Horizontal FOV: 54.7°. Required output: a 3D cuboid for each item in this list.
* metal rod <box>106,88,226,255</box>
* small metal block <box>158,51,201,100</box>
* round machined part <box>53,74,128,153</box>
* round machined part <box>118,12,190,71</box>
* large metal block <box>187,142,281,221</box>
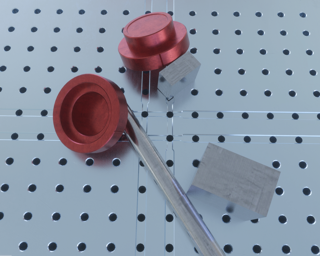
[{"bbox_3d":[0.006,0.064,0.388,0.025,0.025,0.299,-31,73,-11],"label":"metal rod"},{"bbox_3d":[0.025,-0.070,0.423,0.050,0.050,0.025,-38,80,-13],"label":"small metal block"},{"bbox_3d":[-0.083,-0.017,0.394,0.098,0.042,0.097,-2,85,23],"label":"round machined part"},{"bbox_3d":[-0.012,-0.124,0.425,0.098,0.042,0.098,-11,42,10],"label":"round machined part"},{"bbox_3d":[0.080,0.065,0.359,0.080,0.080,0.050,23,72,8],"label":"large metal block"}]
